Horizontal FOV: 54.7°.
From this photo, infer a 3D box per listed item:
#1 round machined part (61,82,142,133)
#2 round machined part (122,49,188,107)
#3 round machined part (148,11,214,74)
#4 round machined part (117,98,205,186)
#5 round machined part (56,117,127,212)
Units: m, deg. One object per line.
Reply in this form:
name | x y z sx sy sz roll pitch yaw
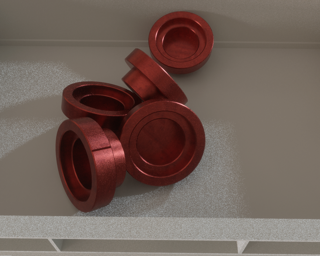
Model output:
round machined part | -0.074 -0.021 0.395 0.099 0.042 0.098 12 27 -6
round machined part | -0.012 -0.055 0.411 0.042 0.098 0.098 -45 60 -1
round machined part | 0.033 -0.129 0.487 0.099 0.042 0.098 -1 75 2
round machined part | -0.001 0.014 0.358 0.099 0.097 0.042 -14 16 -11
round machined part | -0.072 0.036 0.332 0.042 0.097 0.098 -11 47 -38
